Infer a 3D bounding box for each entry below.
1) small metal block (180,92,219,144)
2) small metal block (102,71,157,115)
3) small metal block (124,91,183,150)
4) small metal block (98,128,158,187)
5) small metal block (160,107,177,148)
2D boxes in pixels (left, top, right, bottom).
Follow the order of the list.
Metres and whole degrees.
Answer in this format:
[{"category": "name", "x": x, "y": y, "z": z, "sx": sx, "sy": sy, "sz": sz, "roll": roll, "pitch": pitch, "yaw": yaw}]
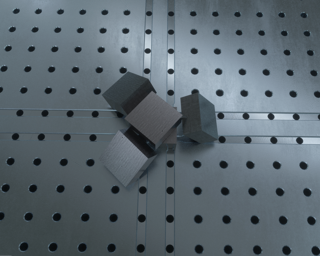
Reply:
[{"category": "small metal block", "x": 0.051, "y": -0.011, "z": 0.400, "sx": 0.025, "sy": 0.050, "sz": 0.050, "roll": -15, "pitch": 67, "yaw": 30}, {"category": "small metal block", "x": -0.041, "y": -0.046, "z": 0.415, "sx": 0.050, "sy": 0.025, "sz": 0.050, "roll": -45, "pitch": 40, "yaw": -15}, {"category": "small metal block", "x": -0.008, "y": -0.009, "z": 0.388, "sx": 0.050, "sy": 0.025, "sz": 0.050, "roll": 40, "pitch": 74, "yaw": 12}, {"category": "small metal block", "x": -0.040, "y": 0.036, "z": 0.385, "sx": 0.050, "sy": 0.025, "sz": 0.050, "roll": 43, "pitch": 113, "yaw": 14}, {"category": "small metal block", "x": -0.003, "y": -0.001, "z": 0.412, "sx": 0.050, "sy": 0.025, "sz": 0.050, "roll": 1, "pitch": 73, "yaw": 0}]
